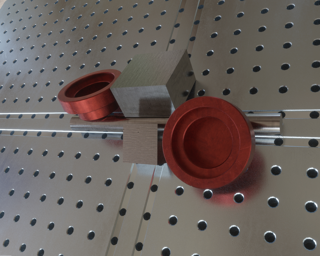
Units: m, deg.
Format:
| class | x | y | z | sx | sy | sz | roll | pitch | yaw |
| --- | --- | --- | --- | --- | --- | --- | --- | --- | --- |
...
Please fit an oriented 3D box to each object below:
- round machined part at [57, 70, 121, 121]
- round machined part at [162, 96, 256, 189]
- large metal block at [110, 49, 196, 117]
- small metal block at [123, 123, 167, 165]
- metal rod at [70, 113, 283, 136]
| class | x | y | z | sx | sy | sz | roll | pitch | yaw |
| --- | --- | --- | --- | --- | --- | --- | --- | --- | --- |
| round machined part | -0.096 | -0.046 | 0.460 | 0.098 | 0.042 | 0.098 | -13 | 32 | 8 |
| round machined part | 0.056 | 0.016 | 0.342 | 0.098 | 0.042 | 0.097 | -2 | 86 | 28 |
| large metal block | -0.006 | -0.060 | 0.418 | 0.080 | 0.050 | 0.080 | 1 | 44 | 28 |
| small metal block | -0.019 | 0.019 | 0.394 | 0.050 | 0.025 | 0.050 | 1 | 91 | 28 |
| metal rod | 0.001 | -0.006 | 0.412 | 0.300 | 0.025 | 0.025 | 1 | 62 | 28 |
